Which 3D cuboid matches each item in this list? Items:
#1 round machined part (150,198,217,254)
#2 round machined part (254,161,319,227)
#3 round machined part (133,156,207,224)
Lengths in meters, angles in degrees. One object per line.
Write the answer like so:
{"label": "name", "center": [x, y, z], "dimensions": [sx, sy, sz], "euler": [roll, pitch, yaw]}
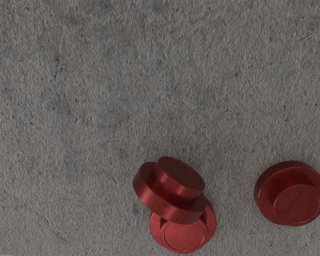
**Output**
{"label": "round machined part", "center": [0.034, 0.143, 0.454], "dimensions": [0.099, 0.042, 0.097], "euler": [0, 110, 0]}
{"label": "round machined part", "center": [0.188, 0.099, 0.439], "dimensions": [0.099, 0.042, 0.097], "euler": [0, 110, 0]}
{"label": "round machined part", "center": [0.018, 0.073, 0.398], "dimensions": [0.098, 0.098, 0.042], "euler": [27, 108, -10]}
